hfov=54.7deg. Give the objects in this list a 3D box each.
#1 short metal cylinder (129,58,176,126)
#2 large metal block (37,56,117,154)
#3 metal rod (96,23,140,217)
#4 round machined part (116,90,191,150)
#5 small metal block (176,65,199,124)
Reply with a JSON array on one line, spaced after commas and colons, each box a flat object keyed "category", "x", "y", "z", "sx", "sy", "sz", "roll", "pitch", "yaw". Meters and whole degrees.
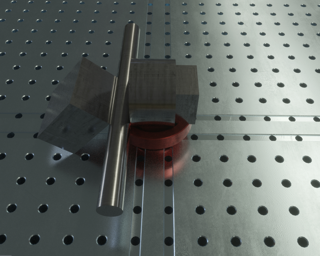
[{"category": "short metal cylinder", "x": -0.008, "y": -0.042, "z": 0.368, "sx": 0.050, "sy": 0.080, "sz": 0.080, "roll": 1, "pitch": 50, "yaw": 0}, {"category": "large metal block", "x": -0.102, "y": -0.027, "z": 0.386, "sx": 0.050, "sy": 0.080, "sz": 0.080, "roll": 30, "pitch": 42, "yaw": -30}, {"category": "metal rod", "x": -0.045, "y": -0.037, "z": 0.384, "sx": 0.025, "sy": 0.025, "sz": 0.300, "roll": 1, "pitch": 50, "yaw": 0}, {"category": "round machined part", "x": -0.008, "y": -0.011, "z": 0.404, "sx": 0.099, "sy": 0.042, "sz": 0.098, "roll": 0, "pitch": 50, "yaw": 0}, {"category": "small metal block", "x": 0.030, "y": -0.040, "z": 0.370, "sx": 0.025, "sy": 0.050, "sz": 0.050, "roll": 1, "pitch": 50, "yaw": 0}]
